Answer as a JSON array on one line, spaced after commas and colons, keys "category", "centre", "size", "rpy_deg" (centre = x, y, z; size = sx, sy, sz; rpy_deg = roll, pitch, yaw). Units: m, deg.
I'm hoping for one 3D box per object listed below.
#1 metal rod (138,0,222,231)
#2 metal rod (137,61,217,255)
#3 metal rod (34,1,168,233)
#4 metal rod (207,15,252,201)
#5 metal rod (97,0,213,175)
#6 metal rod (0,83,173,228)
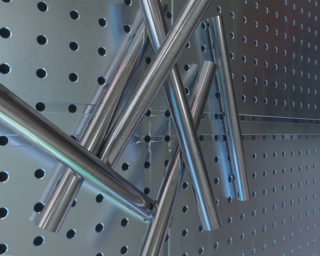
[{"category": "metal rod", "centre": [0.024, -0.022, 0.375], "size": [0.025, 0.025, 0.299], "rpy_deg": [-18, 94, -38]}, {"category": "metal rod", "centre": [0.028, 0.032, 0.403], "size": [0.025, 0.025, 0.300], "rpy_deg": [39, 58, -33]}, {"category": "metal rod", "centre": [-0.058, -0.029, 0.359], "size": [0.025, 0.025, 0.300], "rpy_deg": [37, 68, -34]}, {"category": "metal rod", "centre": [0.114, -0.026, 0.502], "size": [0.025, 0.025, 0.298], "rpy_deg": [-19, 102, -38]}, {"category": "metal rod", "centre": [0.008, -0.081, 0.346], "size": [0.025, 0.025, 0.299], "rpy_deg": [29, 93, -37]}, {"category": "metal rod", "centre": [-0.069, 0.042, 0.316], "size": [0.300, 0.025, 0.025], "rpy_deg": [48, 61, -41]}]
